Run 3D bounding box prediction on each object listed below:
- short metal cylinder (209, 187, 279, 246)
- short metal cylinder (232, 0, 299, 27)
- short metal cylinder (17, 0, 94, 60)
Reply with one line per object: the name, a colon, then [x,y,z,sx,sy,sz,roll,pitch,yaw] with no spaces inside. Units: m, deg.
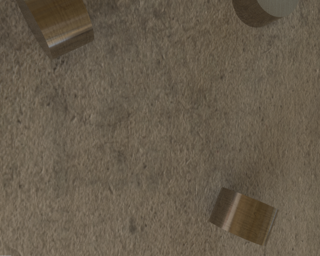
short metal cylinder: [0.114,0.120,0.424,0.080,0.080,0.050,25,82,-19]
short metal cylinder: [0.154,-0.195,0.454,0.081,0.050,0.079,0,90,-21]
short metal cylinder: [-0.115,-0.122,0.337,0.050,0.080,0.080,-31,101,-17]
